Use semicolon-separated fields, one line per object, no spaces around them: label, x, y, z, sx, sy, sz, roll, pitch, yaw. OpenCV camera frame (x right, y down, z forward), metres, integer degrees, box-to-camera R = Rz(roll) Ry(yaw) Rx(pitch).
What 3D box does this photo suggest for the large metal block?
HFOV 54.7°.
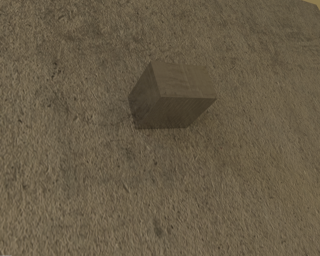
large metal block;0.013;-0.039;0.403;0.081;0.080;0.050;-1;63;-29
